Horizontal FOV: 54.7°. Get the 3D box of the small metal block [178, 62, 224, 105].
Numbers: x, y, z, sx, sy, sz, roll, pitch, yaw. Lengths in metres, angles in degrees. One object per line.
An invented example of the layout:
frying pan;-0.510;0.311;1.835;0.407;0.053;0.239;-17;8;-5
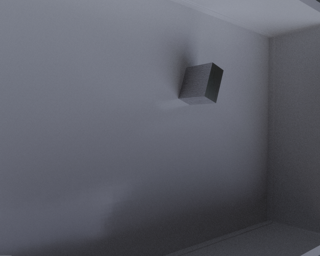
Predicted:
small metal block;0.058;-0.062;0.441;0.025;0.050;0.050;24;75;-38
